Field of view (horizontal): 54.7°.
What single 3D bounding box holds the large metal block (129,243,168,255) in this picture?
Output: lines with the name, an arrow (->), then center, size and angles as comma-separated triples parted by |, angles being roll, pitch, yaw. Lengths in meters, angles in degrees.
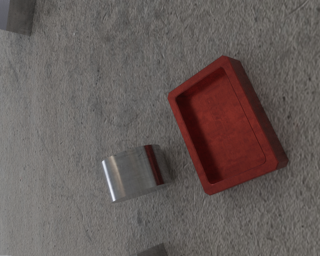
large metal block -> -0.025, 0.209, 0.409 | 0.080, 0.050, 0.080 | -35, 69, 34

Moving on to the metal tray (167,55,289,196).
metal tray -> 0.069, -0.002, 0.344 | 0.090, 0.030, 0.130 | -32, 70, 35

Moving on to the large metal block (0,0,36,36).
large metal block -> -0.305, -0.240, 0.640 | 0.080, 0.050, 0.079 | 22, 104, 37

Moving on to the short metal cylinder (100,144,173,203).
short metal cylinder -> -0.030, 0.059, 0.394 | 0.080, 0.081, 0.050 | -30, 71, 36
